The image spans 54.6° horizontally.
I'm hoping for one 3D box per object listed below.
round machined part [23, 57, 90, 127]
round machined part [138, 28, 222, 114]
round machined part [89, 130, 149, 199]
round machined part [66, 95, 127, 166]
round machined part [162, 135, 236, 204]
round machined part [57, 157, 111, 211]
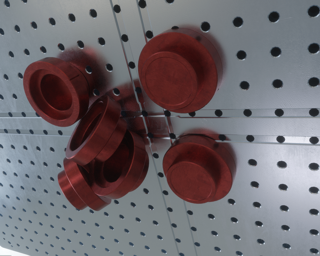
[{"bbox_3d":[-0.141,-0.054,0.442,0.098,0.042,0.097,13,124,21],"label":"round machined part"},{"bbox_3d":[0.018,-0.060,0.354,0.098,0.042,0.097,13,124,21],"label":"round machined part"},{"bbox_3d":[-0.053,0.052,0.438,0.098,0.098,0.042,-25,141,37],"label":"round machined part"},{"bbox_3d":[-0.082,0.007,0.419,0.042,0.098,0.098,34,133,-26],"label":"round machined part"},{"bbox_3d":[0.048,0.062,0.414,0.098,0.042,0.097,13,124,21],"label":"round machined part"},{"bbox_3d":[-0.120,0.087,0.480,0.042,0.098,0.098,-33,103,-1],"label":"round machined part"}]
